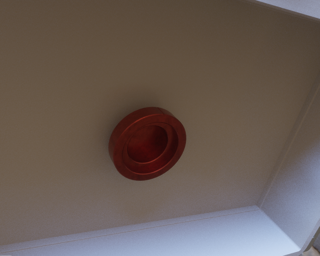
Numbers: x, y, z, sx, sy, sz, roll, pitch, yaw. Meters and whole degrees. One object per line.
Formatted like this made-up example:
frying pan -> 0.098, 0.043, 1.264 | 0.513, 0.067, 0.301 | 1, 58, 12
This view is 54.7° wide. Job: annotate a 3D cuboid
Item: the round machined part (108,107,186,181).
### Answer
round machined part -> -0.019, 0.016, 0.399 | 0.099, 0.042, 0.097 | -14, 125, -21
